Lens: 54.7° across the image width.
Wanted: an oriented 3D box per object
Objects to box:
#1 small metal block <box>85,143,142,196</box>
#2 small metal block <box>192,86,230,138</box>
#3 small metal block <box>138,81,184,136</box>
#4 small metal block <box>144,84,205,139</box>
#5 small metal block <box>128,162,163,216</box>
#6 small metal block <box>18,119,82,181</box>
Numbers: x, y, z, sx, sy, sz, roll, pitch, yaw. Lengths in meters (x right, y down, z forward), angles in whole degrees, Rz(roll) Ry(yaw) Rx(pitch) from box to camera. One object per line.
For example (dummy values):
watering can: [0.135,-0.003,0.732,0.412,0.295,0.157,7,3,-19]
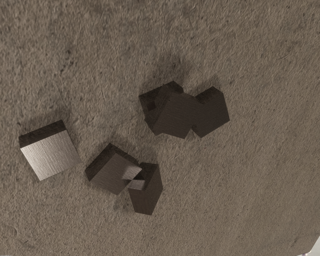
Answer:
small metal block: [-0.061,0.055,0.409,0.050,0.025,0.050,-48,129,5]
small metal block: [0.065,-0.022,0.431,0.050,0.025,0.050,-31,129,-9]
small metal block: [0.006,-0.025,0.396,0.050,0.025,0.050,-26,128,-13]
small metal block: [0.017,-0.019,0.374,0.050,0.025,0.050,17,109,-36]
small metal block: [-0.019,0.084,0.432,0.050,0.025,0.050,-61,149,-47]
small metal block: [-0.125,0.025,0.355,0.050,0.025,0.050,-24,128,-14]
